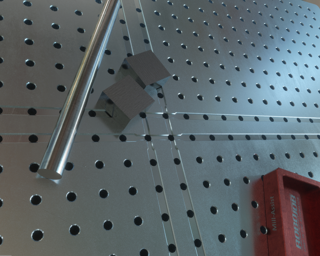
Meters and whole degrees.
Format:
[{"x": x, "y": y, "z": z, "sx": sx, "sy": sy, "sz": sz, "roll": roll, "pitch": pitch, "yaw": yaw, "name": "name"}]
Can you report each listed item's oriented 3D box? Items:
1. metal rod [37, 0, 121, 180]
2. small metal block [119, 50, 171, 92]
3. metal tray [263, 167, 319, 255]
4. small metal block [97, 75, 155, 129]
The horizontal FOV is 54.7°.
[{"x": -0.094, "y": -0.074, "z": 0.402, "sx": 0.025, "sy": 0.025, "sz": 0.300, "roll": 21, "pitch": 54, "yaw": -16, "name": "metal rod"}, {"x": -0.021, "y": -0.080, "z": 0.445, "sx": 0.050, "sy": 0.025, "sz": 0.050, "roll": -30, "pitch": 78, "yaw": -38, "name": "small metal block"}, {"x": 0.193, "y": 0.129, "z": 0.429, "sx": 0.091, "sy": 0.030, "sz": 0.130, "roll": 20, "pitch": 54, "yaw": -17, "name": "metal tray"}, {"x": -0.044, "y": -0.035, "z": 0.406, "sx": 0.050, "sy": 0.025, "sz": 0.050, "roll": 46, "pitch": 51, "yaw": 3, "name": "small metal block"}]
